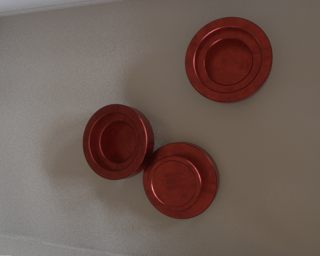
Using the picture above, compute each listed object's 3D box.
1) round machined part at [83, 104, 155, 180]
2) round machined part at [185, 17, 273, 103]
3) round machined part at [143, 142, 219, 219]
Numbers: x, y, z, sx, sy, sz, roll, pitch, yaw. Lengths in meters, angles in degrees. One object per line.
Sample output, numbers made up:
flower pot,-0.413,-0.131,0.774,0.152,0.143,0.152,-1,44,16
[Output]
round machined part,-0.051,0.019,0.414,0.098,0.042,0.097,-2,85,25
round machined part,0.083,-0.078,0.372,0.098,0.042,0.097,0,90,19
round machined part,0.023,0.067,0.393,0.098,0.042,0.097,0,90,19
